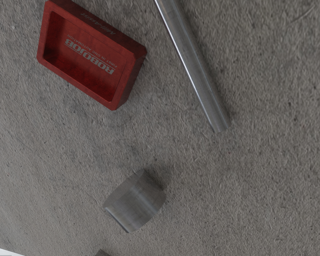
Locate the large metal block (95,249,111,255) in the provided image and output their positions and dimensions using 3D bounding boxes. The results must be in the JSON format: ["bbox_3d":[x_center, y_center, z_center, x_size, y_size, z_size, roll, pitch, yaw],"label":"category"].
[{"bbox_3d":[-0.131,0.312,0.633,0.050,0.080,0.079,29,128,10],"label":"large metal block"}]

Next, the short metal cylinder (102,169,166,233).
[{"bbox_3d":[-0.037,0.106,0.457,0.050,0.080,0.080,49,129,-7],"label":"short metal cylinder"}]

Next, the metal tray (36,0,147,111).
[{"bbox_3d":[-0.090,-0.092,0.393,0.130,0.030,0.089,33,129,6],"label":"metal tray"}]

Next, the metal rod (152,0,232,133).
[{"bbox_3d":[0.008,-0.128,0.323,0.025,0.025,0.299,-15,111,34],"label":"metal rod"}]
